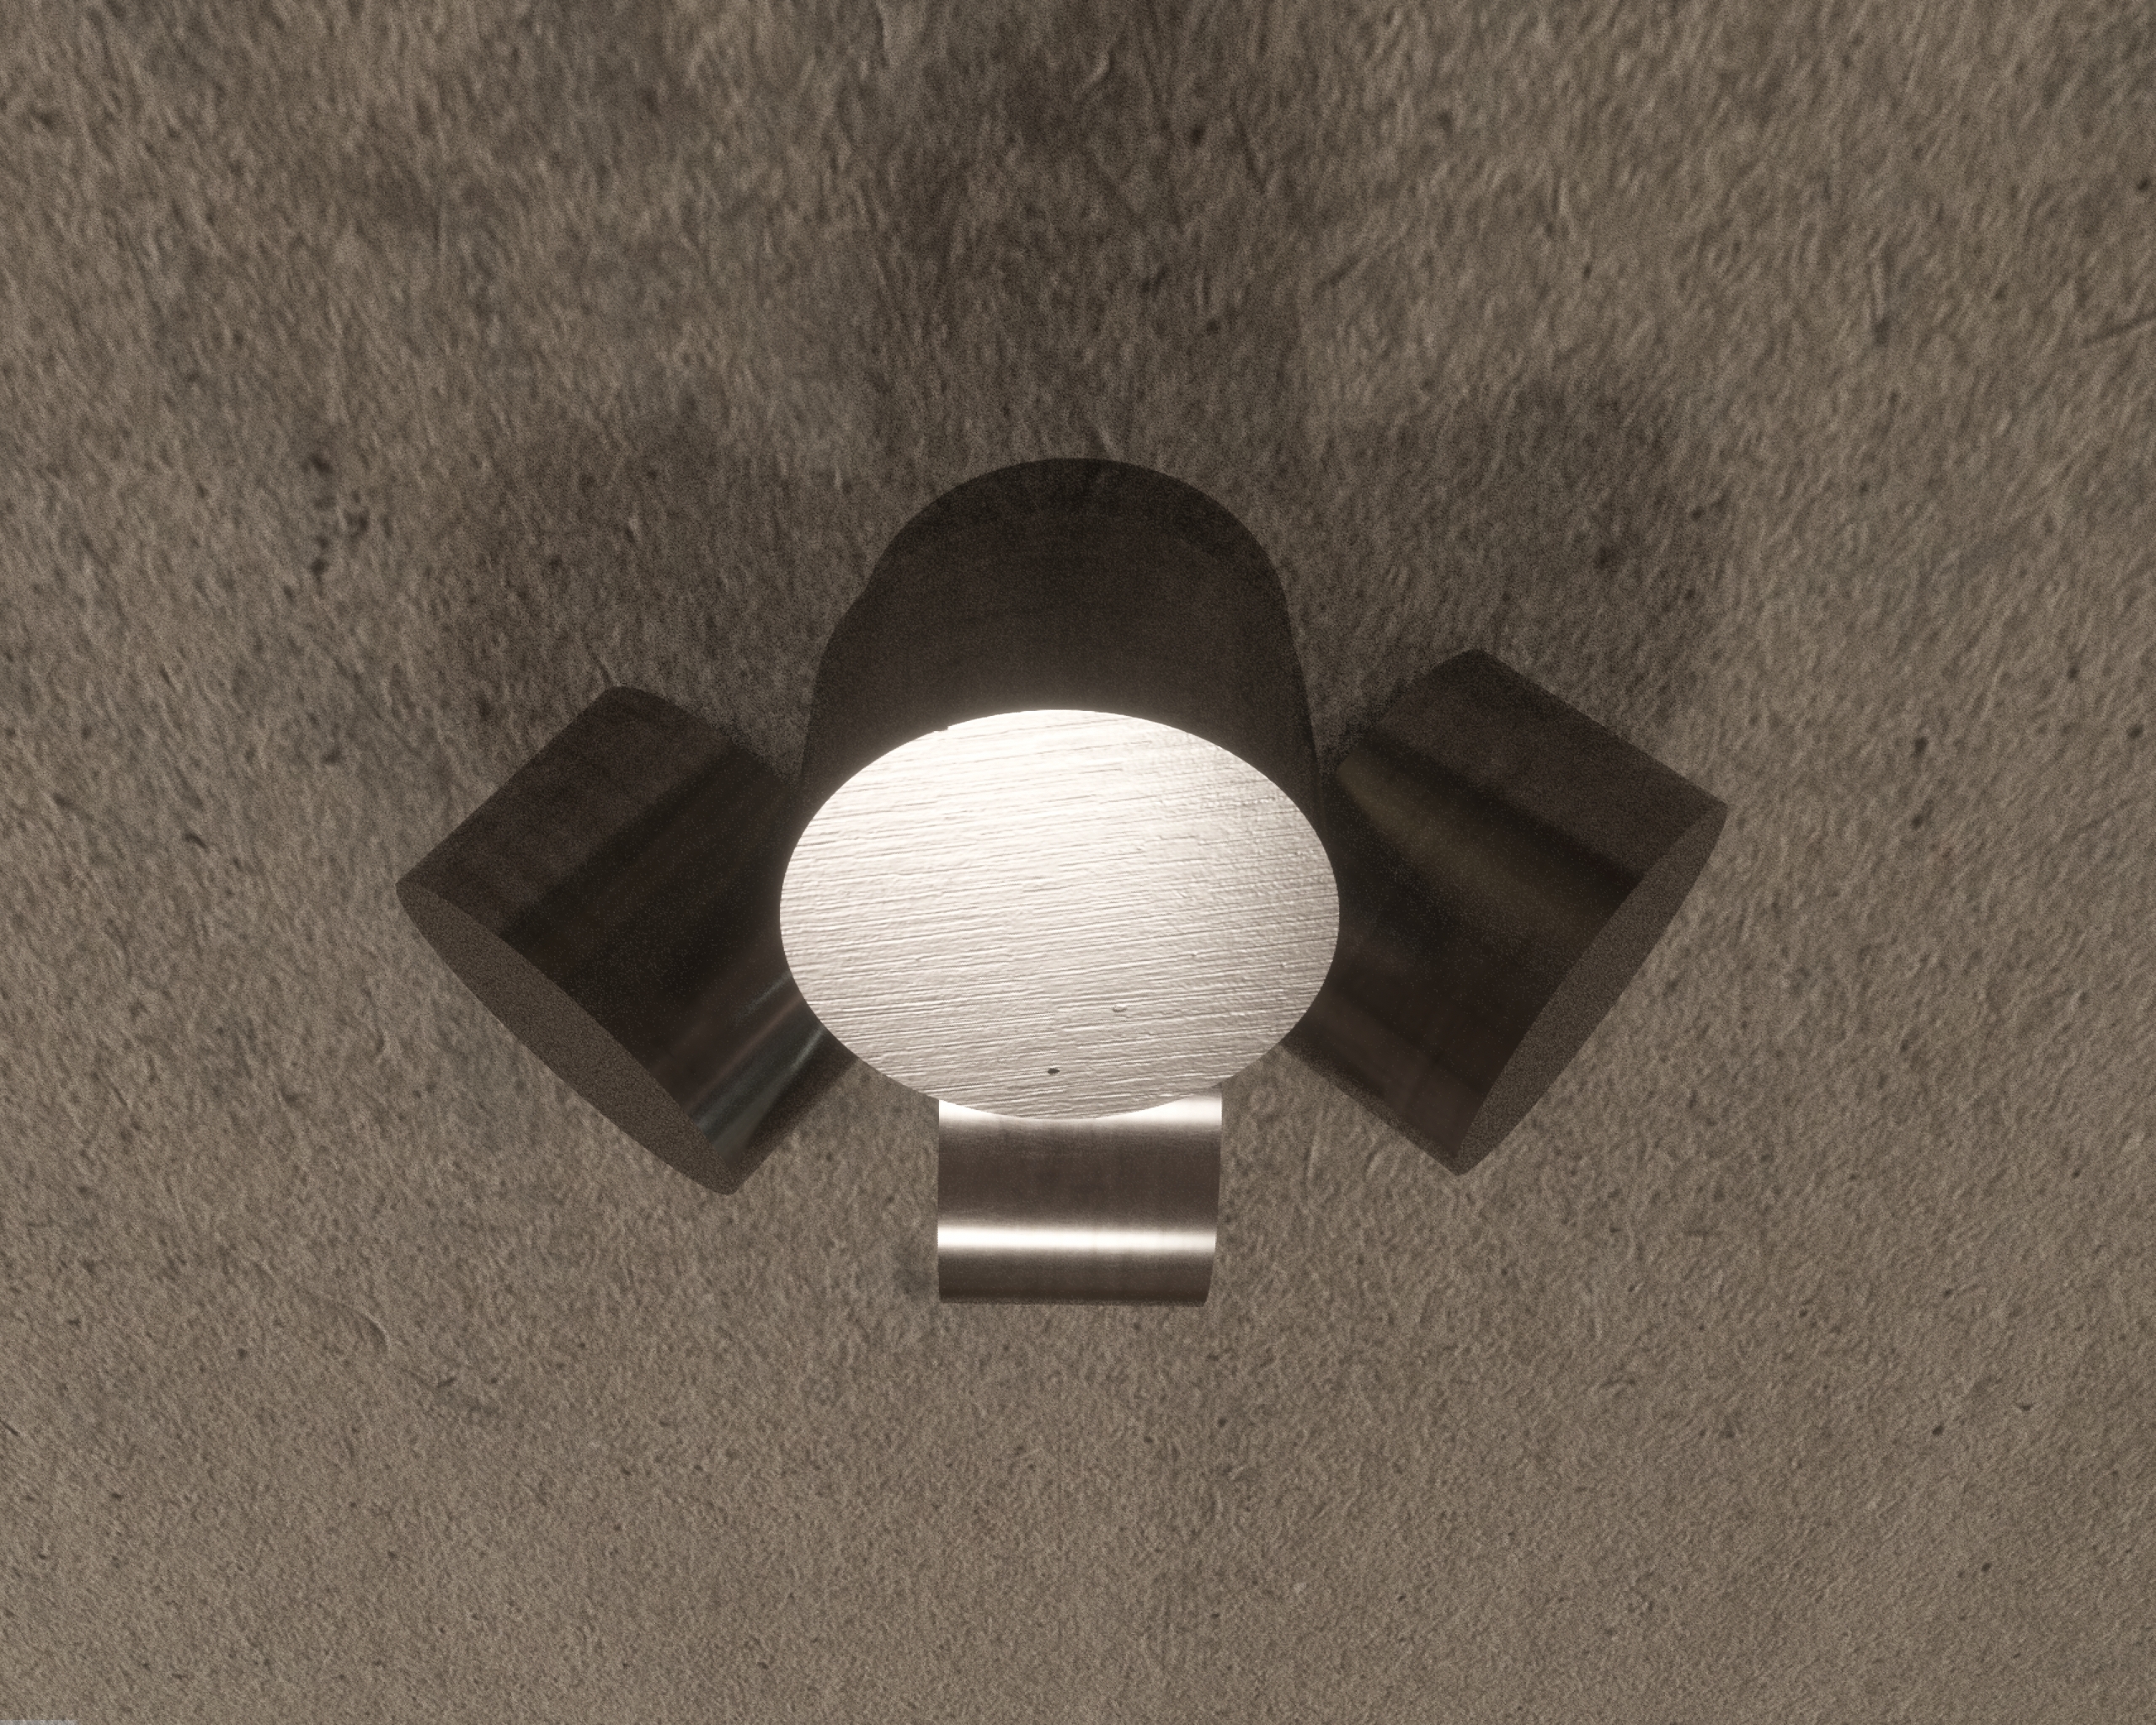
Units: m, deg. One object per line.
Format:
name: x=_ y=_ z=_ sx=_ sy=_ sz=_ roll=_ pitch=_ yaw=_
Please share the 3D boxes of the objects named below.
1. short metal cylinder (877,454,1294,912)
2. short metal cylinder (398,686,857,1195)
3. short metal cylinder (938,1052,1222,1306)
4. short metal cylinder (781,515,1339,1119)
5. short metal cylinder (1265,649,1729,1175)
short metal cylinder: x=0.000 y=-0.025 z=0.371 sx=0.081 sy=0.050 sz=0.079 roll=0 pitch=130 yaw=0
short metal cylinder: x=-0.075 y=0.015 z=0.377 sx=0.080 sy=0.050 sz=0.080 roll=35 pitch=158 yaw=17
short metal cylinder: x=-0.001 y=0.047 z=0.411 sx=0.050 sy=0.080 sz=0.079 roll=1 pitch=130 yaw=-2
short metal cylinder: x=-0.003 y=-0.006 z=0.321 sx=0.081 sy=0.050 sz=0.079 roll=0 pitch=130 yaw=0
short metal cylinder: x=0.071 y=0.009 z=0.374 sx=0.050 sy=0.081 sz=0.079 roll=37 pitch=131 yaw=20
